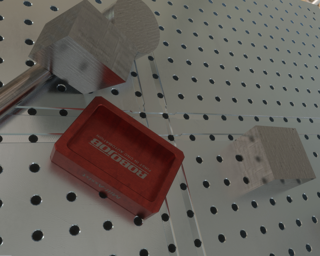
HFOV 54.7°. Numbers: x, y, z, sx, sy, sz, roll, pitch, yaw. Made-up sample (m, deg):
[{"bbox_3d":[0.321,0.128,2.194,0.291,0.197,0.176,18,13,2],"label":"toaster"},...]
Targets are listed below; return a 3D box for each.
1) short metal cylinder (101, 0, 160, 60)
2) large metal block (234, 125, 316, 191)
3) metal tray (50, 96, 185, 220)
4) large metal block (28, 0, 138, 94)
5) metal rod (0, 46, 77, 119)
[{"bbox_3d":[-0.046,-0.134,0.431,0.081,0.050,0.080,14,70,-43],"label":"short metal cylinder"},{"bbox_3d":[0.167,0.045,0.454,0.081,0.050,0.080,3,60,-27],"label":"large metal block"},{"bbox_3d":[-0.045,0.033,0.360,0.130,0.030,0.090,35,51,-6],"label":"metal tray"},{"bbox_3d":[-0.087,-0.088,0.357,0.080,0.080,0.050,37,58,-40],"label":"large metal block"},{"bbox_3d":[-0.129,-0.083,0.389,0.025,0.025,0.301,39,51,-3],"label":"metal rod"}]
